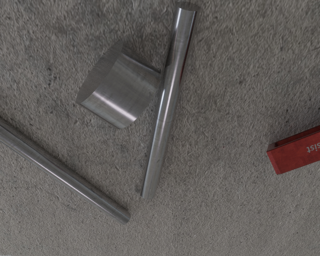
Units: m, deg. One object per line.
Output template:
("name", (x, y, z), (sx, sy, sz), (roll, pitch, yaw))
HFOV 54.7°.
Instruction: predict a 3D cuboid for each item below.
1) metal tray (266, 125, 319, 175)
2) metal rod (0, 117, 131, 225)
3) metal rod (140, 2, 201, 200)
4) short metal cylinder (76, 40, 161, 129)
("metal tray", (0.201, 0.014, 0.380), (0.130, 0.090, 0.030), (-25, 84, 20))
("metal rod", (-0.149, 0.066, 0.461), (0.025, 0.025, 0.300), (-29, 125, 22))
("metal rod", (0.004, -0.008, 0.400), (0.025, 0.025, 0.298), (7, 130, -6))
("short metal cylinder", (-0.045, -0.046, 0.332), (0.050, 0.080, 0.080), (35, 122, -26))
